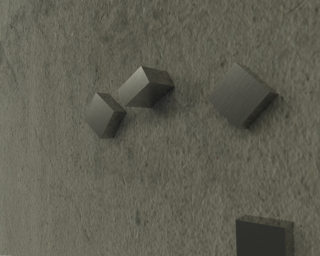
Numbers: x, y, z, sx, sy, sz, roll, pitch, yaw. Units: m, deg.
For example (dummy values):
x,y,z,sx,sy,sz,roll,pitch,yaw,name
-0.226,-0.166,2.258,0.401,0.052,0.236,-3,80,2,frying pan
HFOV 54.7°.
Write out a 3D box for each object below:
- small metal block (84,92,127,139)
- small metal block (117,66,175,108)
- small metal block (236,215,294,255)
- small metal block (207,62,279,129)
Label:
x,y,z,sx,sy,sz,roll,pitch,yaw,name
-0.084,-0.019,0.472,0.050,0.025,0.050,44,116,30,small metal block
-0.018,-0.051,0.401,0.050,0.050,0.025,-39,66,33,small metal block
0.107,0.120,0.316,0.050,0.025,0.050,-3,88,39,small metal block
0.087,-0.034,0.332,0.050,0.025,0.050,50,119,28,small metal block
